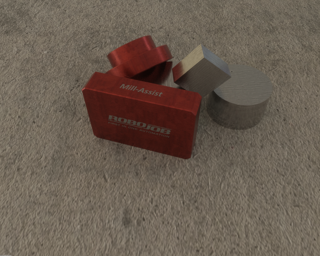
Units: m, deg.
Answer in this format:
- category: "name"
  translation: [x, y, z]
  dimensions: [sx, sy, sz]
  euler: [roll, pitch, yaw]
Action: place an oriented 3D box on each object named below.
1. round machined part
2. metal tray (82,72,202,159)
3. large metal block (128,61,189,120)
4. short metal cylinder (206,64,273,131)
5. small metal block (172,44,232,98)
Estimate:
- category: "round machined part"
  translation: [-0.035, -0.097, 0.438]
  dimensions: [0.099, 0.098, 0.042]
  euler: [-30, 100, -23]
- category: "metal tray"
  translation: [-0.021, -0.013, 0.373]
  dimensions: [0.131, 0.090, 0.030]
  euler: [13, 52, 10]
- category: "large metal block"
  translation: [-0.003, -0.047, 0.430]
  dimensions: [0.081, 0.050, 0.080]
  euler: [-1, 50, -1]
- category: "short metal cylinder"
  translation: [0.107, -0.043, 0.426]
  dimensions: [0.081, 0.050, 0.080]
  euler: [0, 50, 0]
- category: "small metal block"
  translation: [0.052, -0.069, 0.388]
  dimensions: [0.050, 0.050, 0.025]
  euler: [26, 43, -34]
